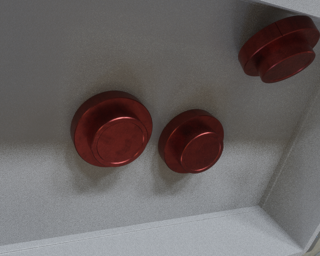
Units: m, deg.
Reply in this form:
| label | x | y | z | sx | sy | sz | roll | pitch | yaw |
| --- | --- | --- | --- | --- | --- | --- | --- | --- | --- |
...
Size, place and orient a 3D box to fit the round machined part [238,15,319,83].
| label | x | y | z | sx | sy | sz | roll | pitch | yaw |
| --- | --- | --- | --- | --- | --- | --- | --- | --- | --- |
| round machined part | 0.154 | -0.092 | 0.393 | 0.099 | 0.042 | 0.098 | -17 | 161 | -6 |

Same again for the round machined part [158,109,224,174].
| label | x | y | z | sx | sy | sz | roll | pitch | yaw |
| --- | --- | --- | --- | --- | --- | --- | --- | --- | --- |
| round machined part | 0.051 | 0.026 | 0.441 | 0.099 | 0.042 | 0.097 | -14 | 124 | -21 |

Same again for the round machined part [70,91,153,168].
| label | x | y | z | sx | sy | sz | roll | pitch | yaw |
| --- | --- | --- | --- | --- | --- | --- | --- | --- | --- |
| round machined part | -0.054 | 0.008 | 0.373 | 0.099 | 0.042 | 0.097 | -14 | 124 | -21 |
